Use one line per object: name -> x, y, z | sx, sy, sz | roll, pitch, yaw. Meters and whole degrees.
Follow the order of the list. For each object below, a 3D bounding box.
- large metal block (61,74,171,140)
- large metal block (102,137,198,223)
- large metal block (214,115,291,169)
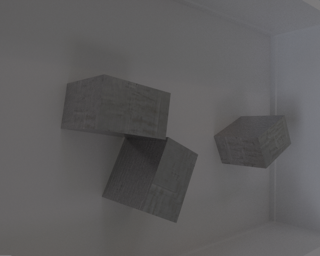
large metal block -> -0.048, -0.018, 0.331 | 0.081, 0.080, 0.050 | 10, 84, -40
large metal block -> -0.012, 0.056, 0.360 | 0.050, 0.080, 0.080 | 32, 71, -36
large metal block -> 0.148, 0.019, 0.494 | 0.081, 0.080, 0.050 | -31, 110, -36
